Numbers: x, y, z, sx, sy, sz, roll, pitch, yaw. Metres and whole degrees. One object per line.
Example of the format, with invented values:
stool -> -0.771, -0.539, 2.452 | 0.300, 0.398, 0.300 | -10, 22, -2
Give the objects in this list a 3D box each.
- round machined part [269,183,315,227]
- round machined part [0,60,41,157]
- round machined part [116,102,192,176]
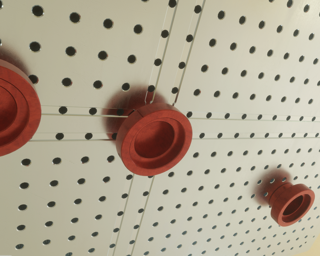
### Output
round machined part -> 0.270, 0.155, 0.647 | 0.099, 0.042, 0.097 | -14, 125, -21
round machined part -> -0.168, -0.022, 0.295 | 0.099, 0.042, 0.097 | -14, 125, -21
round machined part -> -0.011, 0.011, 0.403 | 0.099, 0.042, 0.097 | -14, 125, -21
